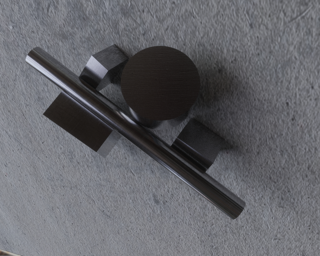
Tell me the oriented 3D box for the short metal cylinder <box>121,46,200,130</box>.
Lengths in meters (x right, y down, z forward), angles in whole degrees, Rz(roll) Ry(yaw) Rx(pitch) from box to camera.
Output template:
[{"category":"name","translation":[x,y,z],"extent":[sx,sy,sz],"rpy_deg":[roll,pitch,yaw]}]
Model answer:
[{"category":"short metal cylinder","translation":[0.000,-0.041,0.338],"extent":[0.080,0.080,0.050],"rpy_deg":[34,170,5]}]

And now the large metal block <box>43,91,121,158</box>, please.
[{"category":"large metal block","translation":[-0.096,-0.006,0.414],"extent":[0.080,0.050,0.080],"rpy_deg":[35,169,4]}]

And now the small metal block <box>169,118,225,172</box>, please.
[{"category":"small metal block","translation":[0.045,0.021,0.377],"extent":[0.050,0.050,0.025],"rpy_deg":[35,129,4]}]

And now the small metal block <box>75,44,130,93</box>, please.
[{"category":"small metal block","translation":[-0.071,-0.072,0.384],"extent":[0.025,0.050,0.050],"rpy_deg":[44,129,-2]}]

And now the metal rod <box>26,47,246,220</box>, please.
[{"category":"metal rod","translation":[-0.030,0.004,0.361],"extent":[0.300,0.025,0.025],"rpy_deg":[37,129,3]}]
